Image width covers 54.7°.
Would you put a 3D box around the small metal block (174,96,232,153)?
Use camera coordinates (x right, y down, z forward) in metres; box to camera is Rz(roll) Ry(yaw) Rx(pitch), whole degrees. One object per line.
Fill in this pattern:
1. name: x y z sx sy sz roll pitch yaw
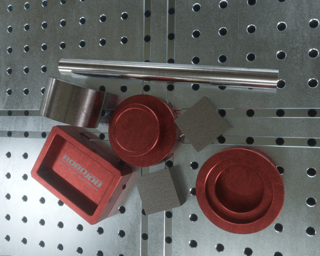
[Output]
1. small metal block: 0.055 -0.005 0.393 0.050 0.025 0.050 -40 78 15

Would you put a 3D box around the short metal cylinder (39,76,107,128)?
1. short metal cylinder: -0.118 -0.036 0.425 0.080 0.080 0.050 19 96 19

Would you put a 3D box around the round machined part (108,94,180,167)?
1. round machined part: -0.026 0.003 0.412 0.098 0.042 0.097 -1 87 19

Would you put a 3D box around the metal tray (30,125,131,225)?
1. metal tray: -0.117 0.065 0.451 0.130 0.030 0.090 32 101 17

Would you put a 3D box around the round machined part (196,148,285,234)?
1. round machined part: 0.095 0.071 0.370 0.098 0.042 0.097 0 90 20

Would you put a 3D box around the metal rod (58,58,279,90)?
1. metal rod: -0.003 -0.075 0.413 0.301 0.025 0.025 7 93 19

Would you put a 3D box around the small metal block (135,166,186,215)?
1. small metal block: 0.001 0.083 0.412 0.050 0.025 0.050 -20 83 18
